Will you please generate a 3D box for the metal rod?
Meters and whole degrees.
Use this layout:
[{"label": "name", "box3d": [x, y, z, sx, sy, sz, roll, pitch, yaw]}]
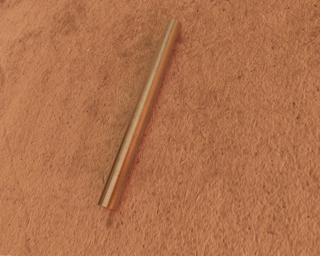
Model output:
[{"label": "metal rod", "box3d": [-0.021, -0.033, 0.436, 0.025, 0.025, 0.300, 5, 64, 30]}]
